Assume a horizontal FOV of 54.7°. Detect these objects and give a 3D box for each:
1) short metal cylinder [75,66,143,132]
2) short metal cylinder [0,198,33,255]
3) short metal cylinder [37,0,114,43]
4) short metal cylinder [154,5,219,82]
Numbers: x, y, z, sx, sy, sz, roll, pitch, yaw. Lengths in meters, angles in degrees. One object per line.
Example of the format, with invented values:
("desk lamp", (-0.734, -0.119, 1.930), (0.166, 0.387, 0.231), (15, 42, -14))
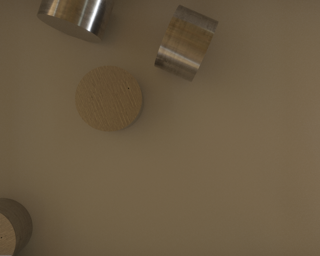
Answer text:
("short metal cylinder", (-0.062, -0.036, 0.398), (0.081, 0.050, 0.079), (0, 90, -1))
("short metal cylinder", (-0.214, 0.135, 0.396), (0.081, 0.050, 0.079), (0, 90, -1))
("short metal cylinder", (-0.103, -0.145, 0.383), (0.080, 0.080, 0.050), (19, 90, -1))
("short metal cylinder", (0.032, -0.104, 0.384), (0.050, 0.080, 0.080), (23, 90, -1))
